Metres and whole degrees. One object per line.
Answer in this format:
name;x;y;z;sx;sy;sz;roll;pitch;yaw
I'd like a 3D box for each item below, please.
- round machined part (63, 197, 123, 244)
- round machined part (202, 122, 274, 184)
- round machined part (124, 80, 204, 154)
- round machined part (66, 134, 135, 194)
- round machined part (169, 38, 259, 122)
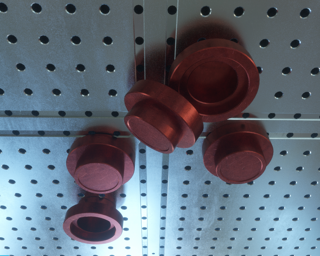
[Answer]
round machined part;-0.112;0.156;0.531;0.099;0.042;0.097;-1;130;0
round machined part;0.111;0.042;0.438;0.099;0.042;0.097;-1;130;0
round machined part;-0.002;-0.007;0.361;0.098;0.042;0.098;30;157;14
round machined part;-0.086;0.058;0.449;0.099;0.042;0.097;-1;130;0
round machined part;0.059;-0.057;0.353;0.099;0.042;0.097;0;130;0
